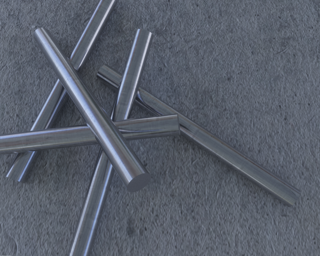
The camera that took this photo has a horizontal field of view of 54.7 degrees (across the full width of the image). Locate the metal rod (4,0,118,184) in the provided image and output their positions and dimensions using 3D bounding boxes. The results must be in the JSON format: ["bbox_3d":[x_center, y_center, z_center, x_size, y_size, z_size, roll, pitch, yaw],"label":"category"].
[{"bbox_3d":[-0.129,-0.068,0.431,0.025,0.025,0.300,19,71,7],"label":"metal rod"}]

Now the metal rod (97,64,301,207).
[{"bbox_3d":[0.041,0.004,0.406,0.300,0.025,0.025,34,74,11],"label":"metal rod"}]

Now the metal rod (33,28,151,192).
[{"bbox_3d":[-0.097,-0.043,0.371,0.025,0.025,0.300,-32,53,-11],"label":"metal rod"}]

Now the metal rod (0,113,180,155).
[{"bbox_3d":[-0.127,0.013,0.367,0.301,0.025,0.025,-7,70,7],"label":"metal rod"}]

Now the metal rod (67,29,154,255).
[{"bbox_3d":[-0.058,0.015,0.384,0.025,0.025,0.299,14,77,5],"label":"metal rod"}]
